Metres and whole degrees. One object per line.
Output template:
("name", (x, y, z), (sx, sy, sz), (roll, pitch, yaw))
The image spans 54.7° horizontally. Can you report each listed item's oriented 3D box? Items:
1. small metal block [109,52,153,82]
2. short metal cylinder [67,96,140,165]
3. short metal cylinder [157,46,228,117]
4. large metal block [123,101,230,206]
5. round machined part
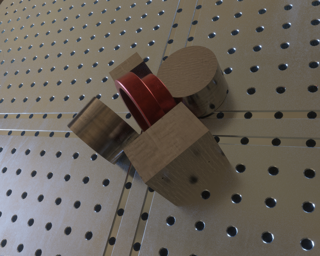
("small metal block", (-0.038, -0.074, 0.456), (0.050, 0.050, 0.025), (-36, 52, 4))
("short metal cylinder", (-0.073, 0.003, 0.407), (0.080, 0.080, 0.050), (35, 82, 38))
("short metal cylinder", (0.043, -0.060, 0.405), (0.080, 0.050, 0.080), (-13, 56, 20))
("large metal block", (0.021, 0.031, 0.343), (0.080, 0.080, 0.050), (-40, 51, 1))
("round machined part", (-0.011, -0.028, 0.384), (0.042, 0.098, 0.098), (-34, 51, -10))
